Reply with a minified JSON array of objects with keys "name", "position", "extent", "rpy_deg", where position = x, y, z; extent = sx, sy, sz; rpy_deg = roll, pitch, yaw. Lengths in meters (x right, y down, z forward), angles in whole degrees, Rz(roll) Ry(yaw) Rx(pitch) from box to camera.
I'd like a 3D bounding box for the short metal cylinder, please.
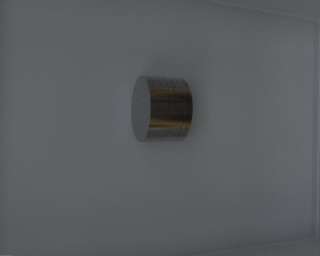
[{"name":"short metal cylinder","position":[0.000,-0.023,0.380],"extent":[0.050,0.080,0.079],"rpy_deg":[0,90,-20]}]
